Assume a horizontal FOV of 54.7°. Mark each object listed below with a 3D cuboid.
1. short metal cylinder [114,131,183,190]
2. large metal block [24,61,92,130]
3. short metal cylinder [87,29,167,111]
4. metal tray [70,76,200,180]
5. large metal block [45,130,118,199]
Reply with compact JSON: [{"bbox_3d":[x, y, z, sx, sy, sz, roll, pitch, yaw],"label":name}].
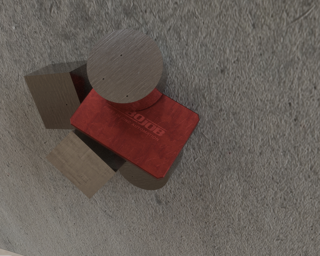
[{"bbox_3d":[-0.015,0.038,0.424,0.080,0.050,0.079,13,124,21],"label":"short metal cylinder"},{"bbox_3d":[-0.126,-0.045,0.428,0.080,0.050,0.080,1,119,27],"label":"large metal block"},{"bbox_3d":[-0.034,-0.062,0.346,0.080,0.050,0.080,-1,84,5],"label":"short metal cylinder"},{"bbox_3d":[-0.030,-0.007,0.379,0.130,0.090,0.030,31,168,8],"label":"metal tray"},{"bbox_3d":[-0.104,0.046,0.447,0.080,0.080,0.050,44,93,-3],"label":"large metal block"}]
